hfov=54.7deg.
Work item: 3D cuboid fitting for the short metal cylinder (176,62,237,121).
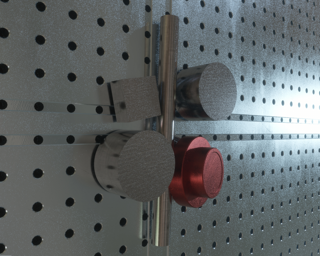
[{"bbox_3d":[0.064,-0.050,0.442,0.081,0.050,0.079,0,90,-40],"label":"short metal cylinder"}]

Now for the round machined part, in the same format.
[{"bbox_3d":[0.055,0.060,0.424,0.099,0.042,0.097,1,89,-56],"label":"round machined part"}]

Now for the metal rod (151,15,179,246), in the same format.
[{"bbox_3d":[0.007,0.002,0.410,0.025,0.025,0.298,4,88,-40],"label":"metal rod"}]

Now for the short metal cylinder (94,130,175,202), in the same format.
[{"bbox_3d":[-0.029,0.042,0.363,0.081,0.050,0.079,0,90,-40],"label":"short metal cylinder"}]

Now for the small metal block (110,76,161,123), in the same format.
[{"bbox_3d":[-0.029,-0.036,0.380,0.050,0.025,0.050,-15,99,-39],"label":"small metal block"}]
